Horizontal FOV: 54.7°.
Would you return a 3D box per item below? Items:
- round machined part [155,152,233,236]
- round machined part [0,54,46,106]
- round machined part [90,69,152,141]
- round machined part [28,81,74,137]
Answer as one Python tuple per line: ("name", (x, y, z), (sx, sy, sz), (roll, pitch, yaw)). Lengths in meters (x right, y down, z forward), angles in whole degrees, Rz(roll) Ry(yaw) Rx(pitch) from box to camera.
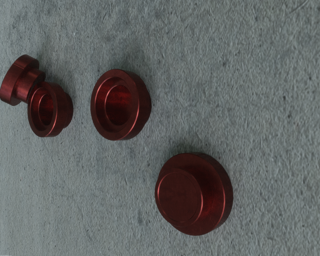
("round machined part", (0.033, 0.078, 0.367), (0.098, 0.042, 0.097), (0, 90, 40))
("round machined part", (-0.250, -0.084, 0.578), (0.042, 0.098, 0.097), (27, 113, -8))
("round machined part", (-0.051, -0.032, 0.436), (0.098, 0.042, 0.097), (0, 90, 40))
("round machined part", (-0.192, -0.032, 0.553), (0.098, 0.042, 0.097), (0, 90, 40))
